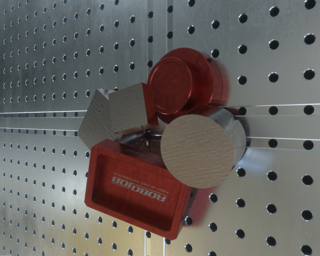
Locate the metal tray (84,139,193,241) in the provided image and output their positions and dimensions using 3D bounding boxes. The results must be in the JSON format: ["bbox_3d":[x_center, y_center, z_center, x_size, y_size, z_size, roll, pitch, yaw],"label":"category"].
[{"bbox_3d":[-0.028,0.075,0.392,0.130,0.030,0.089,17,109,16],"label":"metal tray"}]

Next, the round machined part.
[{"bbox_3d":[0.022,-0.050,0.380,0.098,0.042,0.097,0,90,40],"label":"round machined part"}]

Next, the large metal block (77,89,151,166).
[{"bbox_3d":[-0.065,0.000,0.447,0.080,0.050,0.080,43,116,31],"label":"large metal block"}]

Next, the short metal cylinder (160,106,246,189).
[{"bbox_3d":[0.048,0.019,0.339,0.080,0.050,0.079,8,108,27],"label":"short metal cylinder"}]

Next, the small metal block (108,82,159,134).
[{"bbox_3d":[-0.033,-0.022,0.376,0.050,0.025,0.050,-14,78,28],"label":"small metal block"}]
